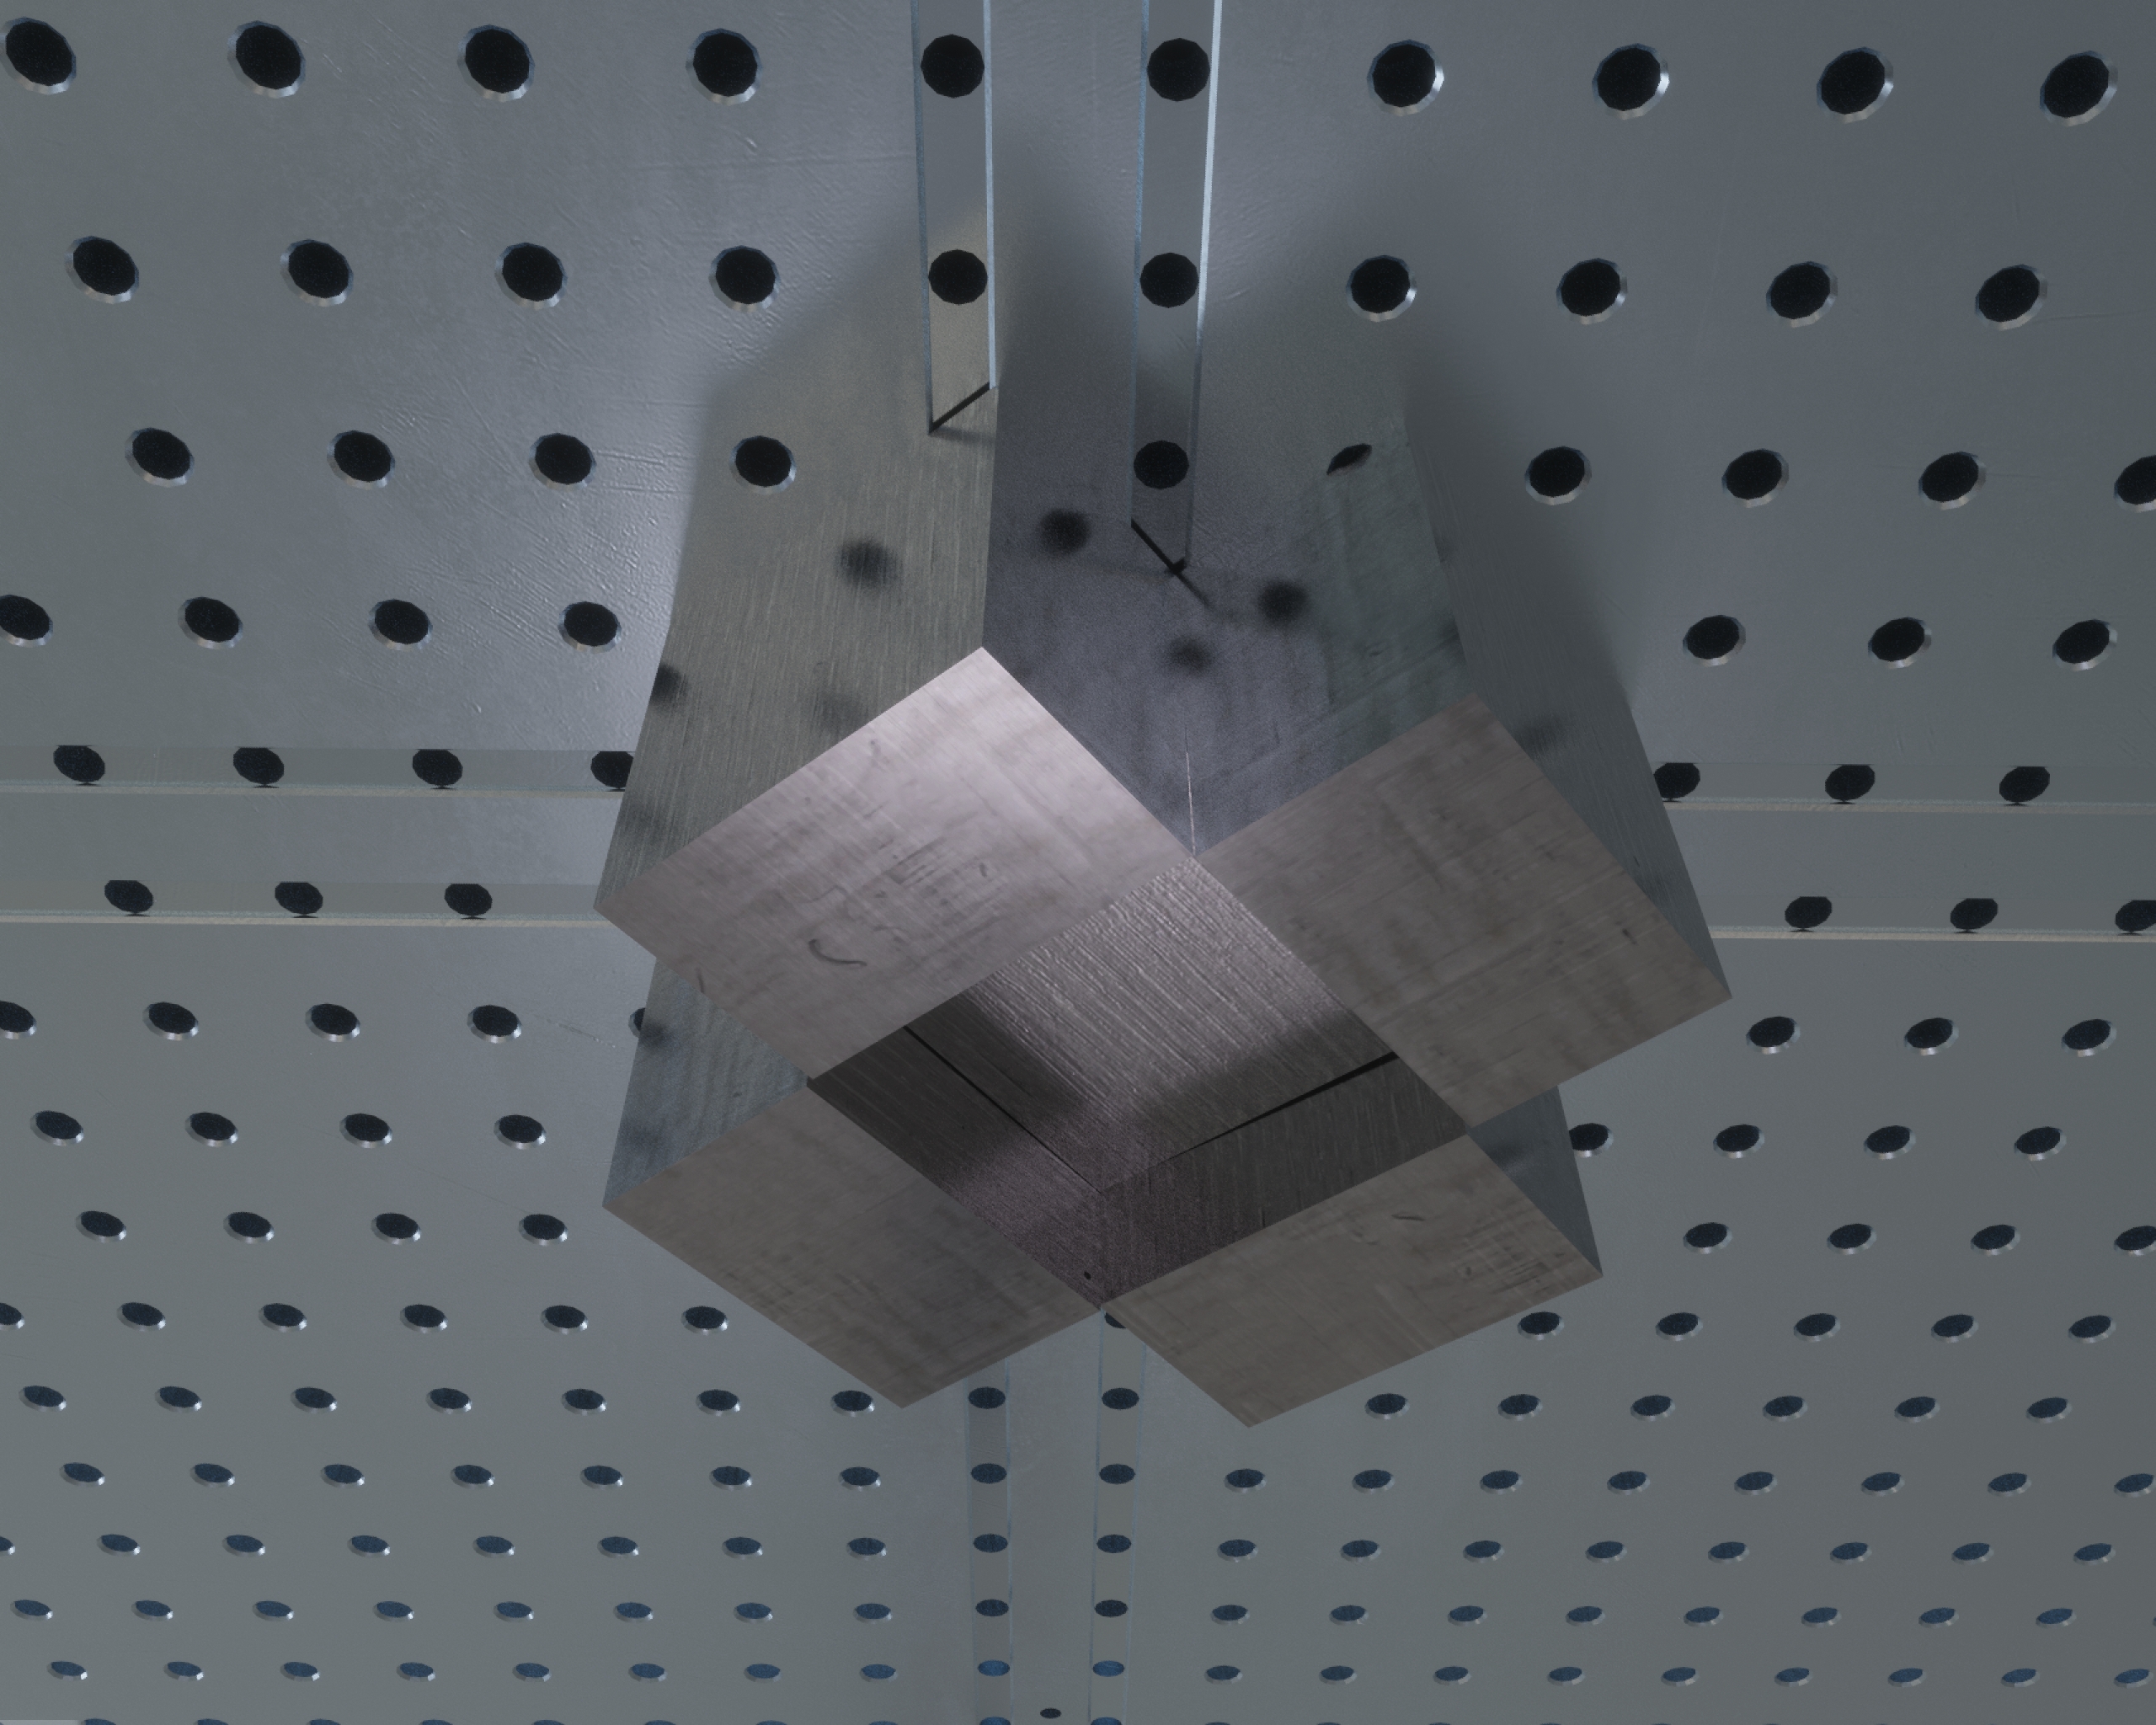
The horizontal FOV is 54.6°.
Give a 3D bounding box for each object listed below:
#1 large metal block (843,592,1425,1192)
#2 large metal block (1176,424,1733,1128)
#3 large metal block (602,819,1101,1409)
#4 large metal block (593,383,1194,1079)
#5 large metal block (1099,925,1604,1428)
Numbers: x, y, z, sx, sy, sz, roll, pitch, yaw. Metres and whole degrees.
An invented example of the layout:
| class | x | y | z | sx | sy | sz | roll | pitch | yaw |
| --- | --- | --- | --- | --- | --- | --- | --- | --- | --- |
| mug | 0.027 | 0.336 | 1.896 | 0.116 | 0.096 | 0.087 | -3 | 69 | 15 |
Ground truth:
| class | x | y | z | sx | sy | sz | roll | pitch | yaw |
| --- | --- | --- | --- | --- | --- | --- | --- | --- | --- |
| large metal block | 0.012 | 0.007 | 0.400 | 0.080 | 0.050 | 0.080 | -30 | 123 | 25 |
| large metal block | 0.063 | -0.015 | 0.363 | 0.050 | 0.080 | 0.080 | -32 | 124 | 23 |
| large metal block | -0.041 | 0.047 | 0.415 | 0.050 | 0.080 | 0.080 | -32 | 124 | 24 |
| large metal block | -0.029 | -0.023 | 0.356 | 0.080 | 0.080 | 0.050 | -31 | 124 | 24 |
| large metal block | 0.051 | 0.055 | 0.424 | 0.080 | 0.080 | 0.050 | -30 | 124 | 23 |
